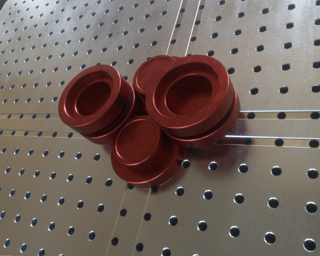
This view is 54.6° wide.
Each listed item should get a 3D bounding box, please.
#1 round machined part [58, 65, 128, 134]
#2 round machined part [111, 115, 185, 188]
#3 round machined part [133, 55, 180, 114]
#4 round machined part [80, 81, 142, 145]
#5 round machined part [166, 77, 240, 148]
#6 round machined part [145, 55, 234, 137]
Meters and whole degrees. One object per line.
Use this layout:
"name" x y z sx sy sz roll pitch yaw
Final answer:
"round machined part" -0.086 -0.035 0.423 0.098 0.042 0.098 -13 56 21
"round machined part" -0.021 0.023 0.394 0.098 0.042 0.098 -13 56 21
"round machined part" 0.002 -0.063 0.436 0.098 0.042 0.098 -13 56 21
"round machined part" -0.070 -0.020 0.447 0.098 0.042 0.098 -13 56 21
"round machined part" 0.050 -0.019 0.383 0.098 0.042 0.098 -13 56 21
"round machined part" 0.036 -0.033 0.357 0.098 0.042 0.098 -13 56 21
